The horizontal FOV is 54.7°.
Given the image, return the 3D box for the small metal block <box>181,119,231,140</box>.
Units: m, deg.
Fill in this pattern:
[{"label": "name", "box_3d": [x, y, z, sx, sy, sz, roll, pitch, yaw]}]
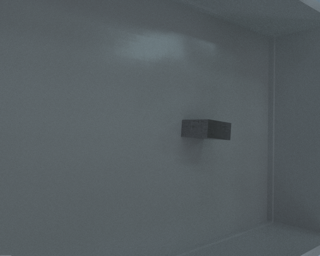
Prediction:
[{"label": "small metal block", "box_3d": [0.067, 0.003, 0.449, 0.050, 0.050, 0.025, 7, 86, -40]}]
